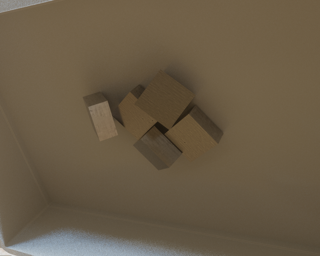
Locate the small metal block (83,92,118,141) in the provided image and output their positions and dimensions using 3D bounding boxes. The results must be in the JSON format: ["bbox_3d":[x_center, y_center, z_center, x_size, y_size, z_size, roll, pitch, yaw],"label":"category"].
[{"bbox_3d":[-0.081,-0.017,0.420,0.050,0.025,0.050,-137,30,-61],"label":"small metal block"}]

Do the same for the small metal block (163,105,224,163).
[{"bbox_3d":[0.042,0.008,0.388,0.050,0.025,0.050,46,129,-4],"label":"small metal block"}]

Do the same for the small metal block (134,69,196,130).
[{"bbox_3d":[0.007,-0.033,0.367,0.050,0.025,0.050,37,94,3],"label":"small metal block"}]

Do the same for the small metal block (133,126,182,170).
[{"bbox_3d":[-0.005,0.028,0.410,0.050,0.025,0.050,45,160,-3],"label":"small metal block"}]

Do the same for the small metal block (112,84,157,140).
[{"bbox_3d":[-0.028,-0.020,0.407,0.050,0.025,0.050,44,129,-3],"label":"small metal block"}]
